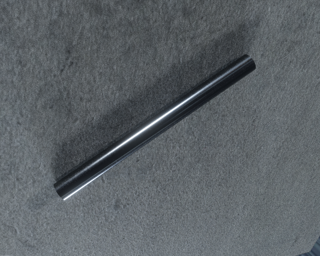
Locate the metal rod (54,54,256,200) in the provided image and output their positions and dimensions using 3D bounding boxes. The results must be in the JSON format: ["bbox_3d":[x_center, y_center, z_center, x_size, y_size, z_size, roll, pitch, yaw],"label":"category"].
[{"bbox_3d":[-0.002,-0.004,0.404,0.301,0.025,0.025,-34,129,-6],"label":"metal rod"}]
